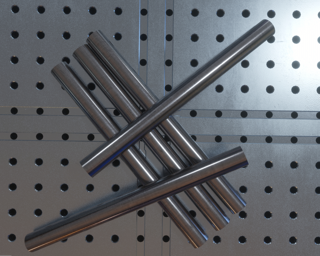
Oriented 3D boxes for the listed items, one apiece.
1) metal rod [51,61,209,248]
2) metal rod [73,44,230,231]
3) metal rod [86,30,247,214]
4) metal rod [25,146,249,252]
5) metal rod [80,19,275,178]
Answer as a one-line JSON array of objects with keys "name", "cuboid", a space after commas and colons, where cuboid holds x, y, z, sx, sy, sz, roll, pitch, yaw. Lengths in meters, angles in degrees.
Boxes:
[{"name": "metal rod", "cuboid": [-0.040, 0.036, 0.413, 0.025, 0.025, 0.300, -39, 91, 0]}, {"name": "metal rod", "cuboid": [-0.011, 0.013, 0.413, 0.025, 0.025, 0.300, -39, 91, 0]}, {"name": "metal rod", "cuboid": [0.009, -0.008, 0.413, 0.025, 0.025, 0.300, -40, 91, 0]}, {"name": "metal rod", "cuboid": [-0.035, 0.093, 0.392, 0.301, 0.025, 0.025, -24, 90, 8]}, {"name": "metal rod", "cuboid": [0.028, -0.043, 0.393, 0.301, 0.025, 0.025, -38, 90, -8]}]
